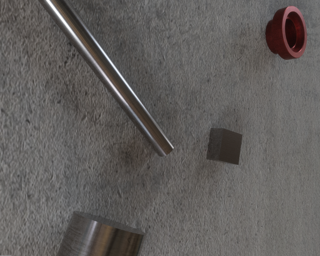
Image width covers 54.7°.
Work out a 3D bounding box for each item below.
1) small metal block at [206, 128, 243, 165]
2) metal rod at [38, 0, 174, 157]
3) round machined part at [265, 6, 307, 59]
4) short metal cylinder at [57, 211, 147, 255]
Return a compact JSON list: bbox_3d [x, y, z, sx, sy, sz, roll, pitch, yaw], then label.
[{"bbox_3d":[0.104,0.030,0.494,0.050,0.025,0.050,16,80,-39],"label":"small metal block"},{"bbox_3d":[-0.071,-0.079,0.346,0.025,0.025,0.300,-51,120,-28],"label":"metal rod"},{"bbox_3d":[0.241,-0.181,0.599,0.099,0.042,0.097,0,90,-40],"label":"round machined part"},{"bbox_3d":[-0.060,0.123,0.320,0.080,0.080,0.050,29,72,-37],"label":"short metal cylinder"}]
